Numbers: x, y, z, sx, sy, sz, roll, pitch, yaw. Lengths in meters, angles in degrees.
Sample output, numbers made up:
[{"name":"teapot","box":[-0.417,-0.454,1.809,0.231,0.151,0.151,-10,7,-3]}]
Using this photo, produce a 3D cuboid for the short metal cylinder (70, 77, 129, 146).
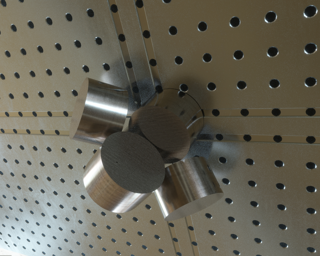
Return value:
[{"name":"short metal cylinder","box":[-0.079,-0.019,0.395,0.050,0.080,0.080,15,133,-23]}]

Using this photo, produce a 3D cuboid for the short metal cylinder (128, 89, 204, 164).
[{"name":"short metal cylinder","box":[0.008,-0.002,0.387,0.080,0.050,0.079,13,124,20]}]

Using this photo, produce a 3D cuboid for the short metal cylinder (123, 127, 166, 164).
[{"name":"short metal cylinder","box":[-0.035,0.043,0.438,0.080,0.050,0.079,13,124,20]}]

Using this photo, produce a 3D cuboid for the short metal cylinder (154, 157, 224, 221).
[{"name":"short metal cylinder","box":[0.034,0.078,0.396,0.080,0.081,0.050,-47,56,39]}]

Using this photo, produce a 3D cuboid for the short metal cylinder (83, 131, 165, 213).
[{"name":"short metal cylinder","box":[-0.041,0.051,0.361,0.080,0.080,0.050,41,129,-1]}]
